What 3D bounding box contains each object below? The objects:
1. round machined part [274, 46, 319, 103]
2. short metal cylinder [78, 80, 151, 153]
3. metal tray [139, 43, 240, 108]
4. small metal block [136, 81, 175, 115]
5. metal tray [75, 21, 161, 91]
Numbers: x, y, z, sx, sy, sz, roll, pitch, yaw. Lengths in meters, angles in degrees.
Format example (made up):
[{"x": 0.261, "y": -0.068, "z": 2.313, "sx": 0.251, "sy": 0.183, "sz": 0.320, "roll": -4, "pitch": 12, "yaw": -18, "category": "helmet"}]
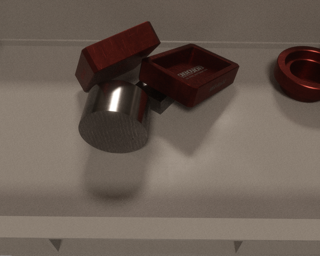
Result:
[{"x": 0.219, "y": -0.076, "z": 0.461, "sx": 0.099, "sy": 0.042, "sz": 0.098, "roll": 0, "pitch": 50, "yaw": 0, "category": "round machined part"}, {"x": -0.053, "y": -0.012, "z": 0.379, "sx": 0.080, "sy": 0.080, "sz": 0.050, "roll": 3, "pitch": 50, "yaw": 2, "category": "short metal cylinder"}, {"x": 0.045, "y": -0.081, "z": 0.444, "sx": 0.090, "sy": 0.030, "sz": 0.131, "roll": 32, "pitch": 39, "yaw": 24, "category": "metal tray"}, {"x": -0.004, "y": -0.054, "z": 0.450, "sx": 0.050, "sy": 0.025, "sz": 0.050, "roll": 30, "pitch": 56, "yaw": 22, "category": "small metal block"}, {"x": -0.062, "y": -0.091, "z": 0.415, "sx": 0.091, "sy": 0.130, "sz": 0.030, "roll": -30, "pitch": 96, "yaw": -18, "category": "metal tray"}]
